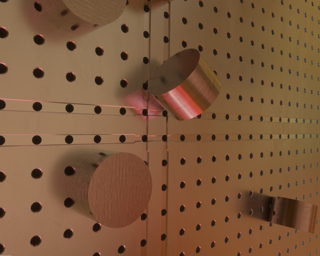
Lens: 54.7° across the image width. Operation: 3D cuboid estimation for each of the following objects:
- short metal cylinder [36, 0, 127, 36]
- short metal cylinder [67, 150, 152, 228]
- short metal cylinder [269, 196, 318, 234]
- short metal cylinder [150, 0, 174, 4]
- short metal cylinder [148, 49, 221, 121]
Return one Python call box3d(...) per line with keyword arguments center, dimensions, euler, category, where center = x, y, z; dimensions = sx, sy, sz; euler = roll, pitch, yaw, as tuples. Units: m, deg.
box3d(center=(-0.082, -0.143, 0.325), dimensions=(0.081, 0.050, 0.079), euler=(0, 90, -40), category="short metal cylinder")
box3d(center=(-0.056, 0.066, 0.348), dimensions=(0.081, 0.050, 0.079), euler=(0, 90, -40), category="short metal cylinder")
box3d(center=(0.252, 0.165, 0.589), dimensions=(0.080, 0.080, 0.050), euler=(24, 75, -38), category="short metal cylinder")
box3d(center=(0.011, -0.210, 0.404), dimensions=(0.081, 0.050, 0.079), euler=(0, 90, -40), category="short metal cylinder")
box3d(center=(0.031, -0.056, 0.401), dimensions=(0.050, 0.080, 0.080), euler=(45, 63, -31), category="short metal cylinder")
